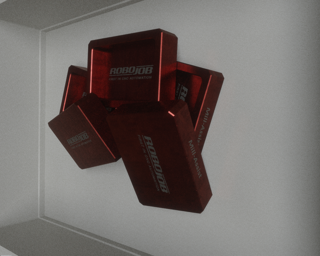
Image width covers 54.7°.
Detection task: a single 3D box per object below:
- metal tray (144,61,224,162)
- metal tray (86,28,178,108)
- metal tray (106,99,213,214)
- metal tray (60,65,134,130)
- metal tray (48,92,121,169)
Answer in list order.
[{"bbox_3d":[0.017,-0.016,0.385,0.090,0.030,0.129,24,105,37],"label":"metal tray"},{"bbox_3d":[-0.040,-0.070,0.393,0.130,0.030,0.089,5,93,39],"label":"metal tray"},{"bbox_3d":[0.001,0.034,0.357,0.090,0.030,0.129,-2,118,34],"label":"metal tray"},{"bbox_3d":[-0.101,-0.039,0.480,0.130,0.030,0.089,25,106,37],"label":"metal tray"},{"bbox_3d":[-0.104,0.010,0.441,0.130,0.030,0.090,-19,108,54],"label":"metal tray"}]
